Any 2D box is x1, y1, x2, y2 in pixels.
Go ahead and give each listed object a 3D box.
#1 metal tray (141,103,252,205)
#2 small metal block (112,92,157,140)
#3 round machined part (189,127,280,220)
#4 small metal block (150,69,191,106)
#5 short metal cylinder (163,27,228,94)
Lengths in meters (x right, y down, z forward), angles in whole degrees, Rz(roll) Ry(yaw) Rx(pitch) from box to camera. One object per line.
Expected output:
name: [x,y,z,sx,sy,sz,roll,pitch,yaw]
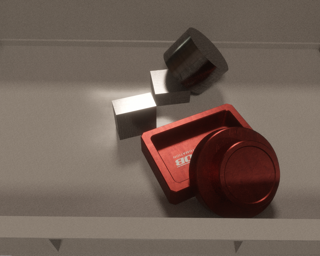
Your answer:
metal tray: [0.053,0.027,0.379,0.131,0.030,0.090,-19,53,-16]
small metal block: [-0.032,-0.015,0.401,0.050,0.050,0.025,-14,52,-12]
round machined part: [0.084,0.047,0.323,0.099,0.042,0.097,1,85,-16]
small metal block: [0.014,-0.061,0.456,0.050,0.025,0.050,-7,51,-6]
short metal cylinder: [0.052,-0.096,0.444,0.080,0.050,0.080,34,34,-26]
